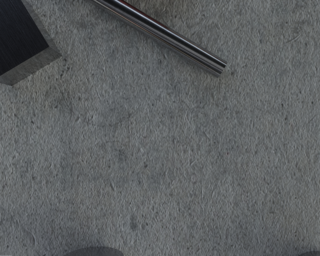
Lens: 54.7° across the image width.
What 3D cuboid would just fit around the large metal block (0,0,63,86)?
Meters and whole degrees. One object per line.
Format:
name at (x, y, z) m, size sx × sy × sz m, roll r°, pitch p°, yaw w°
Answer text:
large metal block at (-0.188, -0.111, 0.396) m, size 0.080 × 0.050 × 0.080 m, roll -31°, pitch 90°, yaw 0°

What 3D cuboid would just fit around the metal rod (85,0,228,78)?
metal rod at (-0.047, -0.153, 0.409) m, size 0.301 × 0.025 × 0.025 m, roll 31°, pitch 90°, yaw 0°

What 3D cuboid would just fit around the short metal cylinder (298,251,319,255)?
short metal cylinder at (0.212, 0.208, 0.399) m, size 0.081 × 0.050 × 0.079 m, roll 0°, pitch 90°, yaw 0°

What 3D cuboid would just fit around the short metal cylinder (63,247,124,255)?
short metal cylinder at (-0.084, 0.187, 0.382) m, size 0.081 × 0.080 × 0.050 m, roll -2°, pitch 90°, yaw 0°
